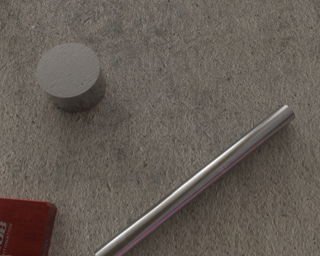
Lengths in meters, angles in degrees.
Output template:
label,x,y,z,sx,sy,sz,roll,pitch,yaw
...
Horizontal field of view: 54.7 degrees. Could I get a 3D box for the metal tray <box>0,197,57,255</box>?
label,x,y,z,sx,sy,sz,roll,pitch,yaw
metal tray,-0.178,0.147,0.350,0.091,0.030,0.130,5,70,1

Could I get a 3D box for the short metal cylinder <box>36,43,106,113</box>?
label,x,y,z,sx,sy,sz,roll,pitch,yaw
short metal cylinder,-0.117,-0.067,0.418,0.081,0.050,0.080,0,70,0

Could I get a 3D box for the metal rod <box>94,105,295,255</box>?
label,x,y,z,sx,sy,sz,roll,pitch,yaw
metal rod,0.052,0.065,0.384,0.301,0.025,0.025,-36,74,-12
